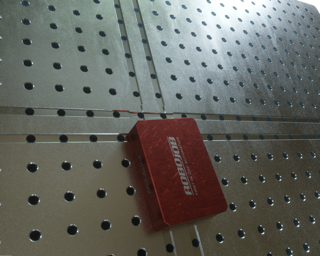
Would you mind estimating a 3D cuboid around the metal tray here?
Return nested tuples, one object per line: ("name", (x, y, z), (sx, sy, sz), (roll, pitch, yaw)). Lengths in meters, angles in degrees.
("metal tray", (0.021, 0.051, 0.386), (0.091, 0.030, 0.130), (-4, 64, -30))
